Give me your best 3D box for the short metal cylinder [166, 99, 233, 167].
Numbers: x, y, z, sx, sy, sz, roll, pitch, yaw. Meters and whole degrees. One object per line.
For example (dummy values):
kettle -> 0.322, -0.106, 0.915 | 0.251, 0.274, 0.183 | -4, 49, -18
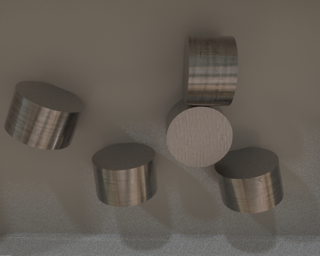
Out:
short metal cylinder -> 0.048, 0.004, 0.400 | 0.081, 0.050, 0.079 | 0, 110, 0

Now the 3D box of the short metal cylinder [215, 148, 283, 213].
short metal cylinder -> 0.117, 0.066, 0.407 | 0.080, 0.080, 0.050 | -14, 110, 5

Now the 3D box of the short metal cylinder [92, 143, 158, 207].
short metal cylinder -> -0.045, 0.058, 0.403 | 0.080, 0.080, 0.050 | -3, 110, 1

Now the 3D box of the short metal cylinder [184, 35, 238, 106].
short metal cylinder -> 0.055, -0.066, 0.358 | 0.050, 0.080, 0.079 | 1, 110, -1

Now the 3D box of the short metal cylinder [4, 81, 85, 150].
short metal cylinder -> -0.138, -0.017, 0.375 | 0.080, 0.080, 0.050 | 23, 109, -8
